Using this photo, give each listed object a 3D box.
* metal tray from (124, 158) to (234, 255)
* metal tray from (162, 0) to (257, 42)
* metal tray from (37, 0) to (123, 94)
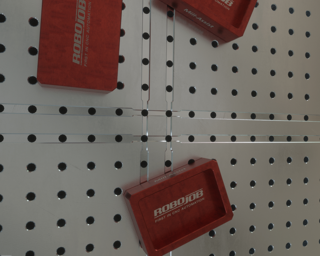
[{"bbox_3d":[0.028,0.105,0.419,0.131,0.030,0.090,-20,97,-19],"label":"metal tray"},{"bbox_3d":[0.072,-0.193,0.435,0.131,0.030,0.090,26,82,-18],"label":"metal tray"},{"bbox_3d":[-0.096,-0.111,0.374,0.091,0.030,0.129,4,89,-20],"label":"metal tray"}]
